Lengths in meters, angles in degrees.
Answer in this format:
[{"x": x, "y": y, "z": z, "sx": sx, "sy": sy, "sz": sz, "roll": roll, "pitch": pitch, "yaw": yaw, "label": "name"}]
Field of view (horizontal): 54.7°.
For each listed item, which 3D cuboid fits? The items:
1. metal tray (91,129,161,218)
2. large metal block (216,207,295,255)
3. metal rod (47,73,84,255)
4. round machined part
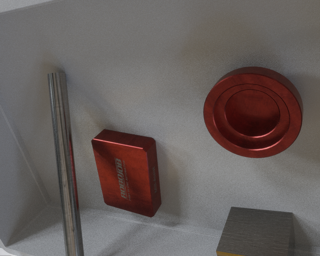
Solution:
[{"x": -0.049, "y": 0.070, "z": 0.473, "sx": 0.090, "sy": 0.030, "sz": 0.129, "roll": 9, "pitch": 123, "yaw": 23, "label": "metal tray"}, {"x": 0.126, "y": 0.152, "z": 0.400, "sx": 0.080, "sy": 0.080, "sz": 0.050, "roll": -2, "pitch": 118, "yaw": 28, "label": "large metal block"}, {"x": -0.133, "y": 0.072, "z": 0.444, "sx": 0.025, "sy": 0.025, "sz": 0.298, "roll": -4, "pitch": 92, "yaw": 29, "label": "metal rod"}, {"x": 0.100, "y": -0.019, "z": 0.332, "sx": 0.098, "sy": 0.042, "sz": 0.097, "roll": 13, "pitch": 124, "yaw": 20, "label": "round machined part"}]
